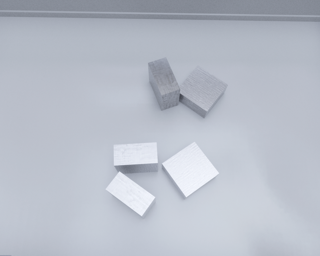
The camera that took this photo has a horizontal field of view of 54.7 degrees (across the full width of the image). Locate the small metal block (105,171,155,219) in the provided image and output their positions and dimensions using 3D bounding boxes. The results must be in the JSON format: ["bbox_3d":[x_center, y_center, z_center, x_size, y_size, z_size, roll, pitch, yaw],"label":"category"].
[{"bbox_3d":[-0.033,0.081,0.366,0.050,0.050,0.025,34,74,11],"label":"small metal block"}]

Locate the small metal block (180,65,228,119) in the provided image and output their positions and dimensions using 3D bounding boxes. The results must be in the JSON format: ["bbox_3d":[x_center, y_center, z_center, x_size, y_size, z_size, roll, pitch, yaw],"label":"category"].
[{"bbox_3d":[0.057,-0.050,0.429,0.050,0.025,0.050,36,73,11],"label":"small metal block"}]

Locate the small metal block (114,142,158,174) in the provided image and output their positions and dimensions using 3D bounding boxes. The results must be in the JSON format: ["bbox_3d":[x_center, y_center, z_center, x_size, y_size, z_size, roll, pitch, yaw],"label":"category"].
[{"bbox_3d":[-0.028,0.038,0.382,0.050,0.050,0.025,-3,70,-2],"label":"small metal block"}]

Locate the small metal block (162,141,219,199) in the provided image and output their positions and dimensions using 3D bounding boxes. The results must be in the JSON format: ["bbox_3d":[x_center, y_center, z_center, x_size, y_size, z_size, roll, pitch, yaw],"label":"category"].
[{"bbox_3d":[0.037,0.054,0.390,0.050,0.025,0.050,-33,74,-12],"label":"small metal block"}]

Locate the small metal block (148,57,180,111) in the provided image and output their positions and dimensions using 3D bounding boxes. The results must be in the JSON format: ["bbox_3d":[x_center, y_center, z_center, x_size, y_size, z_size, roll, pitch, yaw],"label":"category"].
[{"bbox_3d":[0.005,-0.058,0.418,0.025,0.050,0.050,-20,71,-7],"label":"small metal block"}]
